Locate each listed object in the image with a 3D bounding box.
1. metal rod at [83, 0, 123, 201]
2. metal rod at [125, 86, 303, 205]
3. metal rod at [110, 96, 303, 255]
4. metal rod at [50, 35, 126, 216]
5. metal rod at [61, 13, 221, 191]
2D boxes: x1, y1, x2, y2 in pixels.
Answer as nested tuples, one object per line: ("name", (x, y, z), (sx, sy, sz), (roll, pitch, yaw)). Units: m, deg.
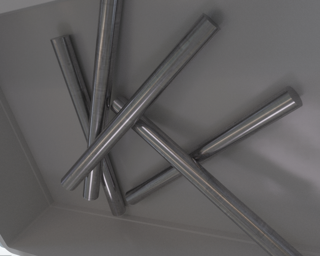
("metal rod", (-0.082, -0.021, 0.418), (0.025, 0.025, 0.298), (21, 120, 15))
("metal rod", (0.046, 0.040, 0.409), (0.025, 0.025, 0.299), (47, 129, -5))
("metal rod", (0.051, 0.062, 0.380), (0.300, 0.025, 0.025), (42, 130, 15))
("metal rod", (-0.101, 0.012, 0.469), (0.025, 0.025, 0.298), (2, 119, 27))
("metal rod", (-0.040, -0.014, 0.383), (0.025, 0.025, 0.299), (43, 117, -2))
